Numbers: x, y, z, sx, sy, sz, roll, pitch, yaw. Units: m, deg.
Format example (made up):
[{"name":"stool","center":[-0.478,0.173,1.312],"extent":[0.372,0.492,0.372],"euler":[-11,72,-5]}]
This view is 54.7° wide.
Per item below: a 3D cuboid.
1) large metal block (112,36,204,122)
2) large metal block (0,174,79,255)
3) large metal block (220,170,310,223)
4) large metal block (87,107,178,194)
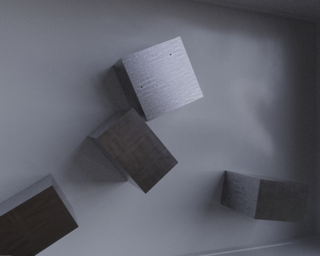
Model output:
[{"name":"large metal block","center":[-0.003,-0.060,0.396],"extent":[0.081,0.050,0.080],"euler":[-25,99,-18]},{"name":"large metal block","center":[-0.139,0.097,0.330],"extent":[0.080,0.080,0.050],"euler":[-31,101,-17]},{"name":"large metal block","center":[0.144,0.094,0.434],"extent":[0.081,0.080,0.050],"euler":[10,87,-20]},{"name":"large metal block","center":[-0.036,0.024,0.368],"extent":[0.050,0.080,0.080],"euler":[-42,104,-15]}]
